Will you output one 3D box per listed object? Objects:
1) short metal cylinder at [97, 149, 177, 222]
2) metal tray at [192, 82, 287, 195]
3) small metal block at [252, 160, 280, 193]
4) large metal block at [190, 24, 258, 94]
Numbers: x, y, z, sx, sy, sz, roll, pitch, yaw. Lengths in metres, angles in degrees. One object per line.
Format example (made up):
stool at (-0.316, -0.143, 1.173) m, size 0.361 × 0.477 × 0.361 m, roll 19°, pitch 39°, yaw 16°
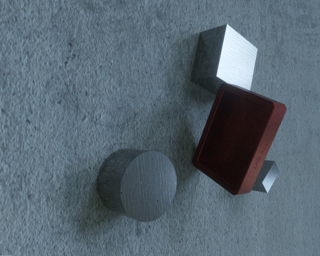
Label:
short metal cylinder at (-0.027, 0.066, 0.368) m, size 0.081 × 0.050 × 0.079 m, roll 0°, pitch 90°, yaw -40°
metal tray at (0.102, 0.013, 0.421) m, size 0.030 × 0.090 × 0.129 m, roll 4°, pitch 111°, yaw -40°
small metal block at (0.169, 0.081, 0.534) m, size 0.050 × 0.050 × 0.025 m, roll -47°, pitch 119°, yaw -30°
large metal block at (0.099, -0.098, 0.474) m, size 0.080 × 0.050 × 0.080 m, roll 21°, pitch 77°, yaw -38°
